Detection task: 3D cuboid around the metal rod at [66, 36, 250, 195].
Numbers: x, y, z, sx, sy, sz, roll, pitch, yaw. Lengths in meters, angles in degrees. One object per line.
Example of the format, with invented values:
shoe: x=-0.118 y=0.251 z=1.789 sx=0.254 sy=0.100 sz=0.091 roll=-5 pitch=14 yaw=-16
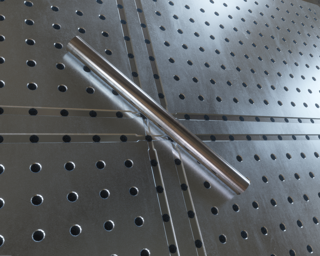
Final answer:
metal rod: x=-0.002 y=-0.016 z=0.417 sx=0.300 sy=0.025 sz=0.025 roll=40 pitch=51 yaw=-1
